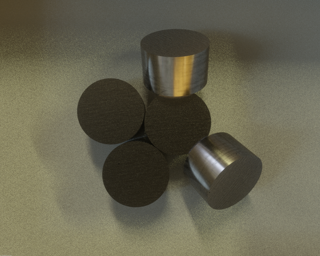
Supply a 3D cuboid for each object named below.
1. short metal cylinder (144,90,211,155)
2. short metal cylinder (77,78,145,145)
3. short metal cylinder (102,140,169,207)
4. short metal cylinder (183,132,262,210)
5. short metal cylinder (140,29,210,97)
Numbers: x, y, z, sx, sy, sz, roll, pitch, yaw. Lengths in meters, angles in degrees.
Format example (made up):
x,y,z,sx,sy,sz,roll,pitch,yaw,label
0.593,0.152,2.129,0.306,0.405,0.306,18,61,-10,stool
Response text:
x,y,z,sx,sy,sz,roll,pitch,yaw,label
0.021,-0.007,0.397,0.081,0.050,0.079,0,90,-1,short metal cylinder
-0.059,-0.020,0.396,0.081,0.050,0.079,0,90,-1,short metal cylinder
-0.029,0.055,0.397,0.081,0.050,0.079,0,90,-1,short metal cylinder
0.076,0.052,0.378,0.081,0.050,0.079,-18,129,-23,short metal cylinder
0.018,-0.081,0.375,0.081,0.080,0.050,-3,129,-1,short metal cylinder
